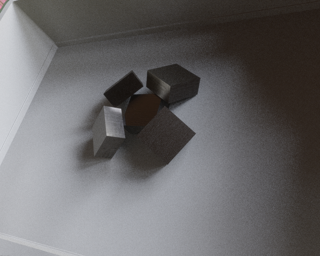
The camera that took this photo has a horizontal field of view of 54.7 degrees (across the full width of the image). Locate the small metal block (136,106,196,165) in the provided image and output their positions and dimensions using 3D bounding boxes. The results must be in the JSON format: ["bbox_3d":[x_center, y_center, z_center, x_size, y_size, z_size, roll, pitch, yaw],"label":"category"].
[{"bbox_3d":[0.007,0.010,0.379,0.050,0.025,0.050,42,84,4],"label":"small metal block"}]

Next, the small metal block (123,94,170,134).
[{"bbox_3d":[-0.019,-0.019,0.424,0.050,0.025,0.050,2,62,29],"label":"small metal block"}]

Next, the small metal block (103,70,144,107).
[{"bbox_3d":[-0.052,-0.058,0.450,0.050,0.025,0.050,-37,14,4],"label":"small metal block"}]

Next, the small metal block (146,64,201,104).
[{"bbox_3d":[0.017,-0.061,0.416,0.050,0.025,0.050,-20,43,-32],"label":"small metal block"}]

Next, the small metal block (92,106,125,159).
[{"bbox_3d":[-0.071,0.006,0.422,0.050,0.025,0.050,-53,39,42],"label":"small metal block"}]
